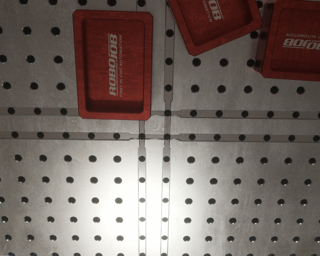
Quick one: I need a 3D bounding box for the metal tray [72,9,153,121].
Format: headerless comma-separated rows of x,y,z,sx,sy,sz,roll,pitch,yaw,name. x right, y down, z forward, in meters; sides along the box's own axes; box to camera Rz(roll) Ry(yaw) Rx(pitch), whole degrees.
-0.055,-0.076,0.381,0.091,0.030,0.129,2,110,-1,metal tray

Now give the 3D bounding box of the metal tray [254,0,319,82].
0.189,-0.104,0.375,0.131,0.030,0.089,3,110,-2,metal tray

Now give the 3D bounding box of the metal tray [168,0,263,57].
0.052,-0.159,0.352,0.090,0.030,0.129,-22,109,7,metal tray
